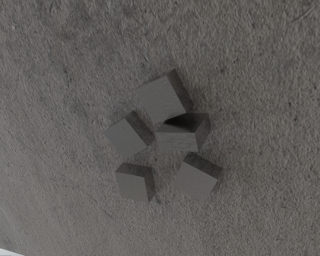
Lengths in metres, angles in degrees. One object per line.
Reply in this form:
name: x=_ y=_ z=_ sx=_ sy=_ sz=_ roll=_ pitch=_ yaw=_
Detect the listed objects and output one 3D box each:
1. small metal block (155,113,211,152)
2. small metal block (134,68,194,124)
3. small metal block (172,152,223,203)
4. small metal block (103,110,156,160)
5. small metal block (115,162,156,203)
small metal block: x=0.029 y=0.004 z=0.378 sx=0.050 sy=0.050 sz=0.025 roll=1 pitch=119 yaw=28
small metal block: x=0.005 y=-0.038 z=0.381 sx=0.050 sy=0.025 sz=0.050 roll=-19 pitch=109 yaw=35
small metal block: x=0.050 y=0.067 z=0.422 sx=0.050 sy=0.025 sz=0.050 roll=27 pitch=128 yaw=11
small metal block: x=-0.043 y=0.010 z=0.436 sx=0.050 sy=0.025 sz=0.050 roll=-31 pitch=102 yaw=38
small metal block: x=-0.038 y=0.084 z=0.479 sx=0.050 sy=0.025 sz=0.050 roll=6 pitch=121 yaw=25
